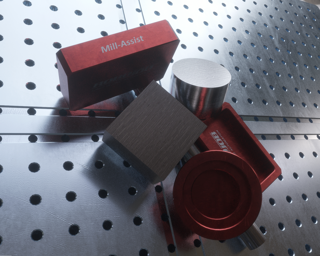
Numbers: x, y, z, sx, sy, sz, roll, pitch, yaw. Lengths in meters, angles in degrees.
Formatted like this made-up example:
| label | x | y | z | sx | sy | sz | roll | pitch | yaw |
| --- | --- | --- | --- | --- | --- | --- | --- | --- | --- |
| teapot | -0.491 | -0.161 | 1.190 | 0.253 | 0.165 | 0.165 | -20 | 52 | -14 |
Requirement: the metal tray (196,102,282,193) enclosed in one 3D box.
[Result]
| label | x | y | z | sx | sy | sz | roll | pitch | yaw |
| --- | --- | --- | --- | --- | --- | --- | --- | --- | --- |
| metal tray | 0.100 | 0.034 | 0.433 | 0.091 | 0.030 | 0.130 | -28 | 77 | -37 |

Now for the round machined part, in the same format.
| label | x | y | z | sx | sy | sz | roll | pitch | yaw |
| --- | --- | --- | --- | --- | --- | --- | --- | --- | --- |
| round machined part | 0.064 | 0.077 | 0.362 | 0.099 | 0.042 | 0.098 | 0 | 78 | 1 |

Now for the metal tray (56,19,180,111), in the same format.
| label | x | y | z | sx | sy | sz | roll | pitch | yaw |
| --- | --- | --- | --- | --- | --- | --- | --- | --- | --- |
| metal tray | -0.049 | -0.071 | 0.361 | 0.131 | 0.090 | 0.030 | -23 | 76 | -21 |

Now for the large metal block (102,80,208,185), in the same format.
| label | x | y | z | sx | sy | sz | roll | pitch | yaw |
| --- | --- | --- | --- | --- | --- | --- | --- | --- | --- |
| large metal block | -0.008 | 0.006 | 0.356 | 0.080 | 0.050 | 0.080 | 41 | 69 | -1 |

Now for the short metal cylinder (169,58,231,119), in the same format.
| label | x | y | z | sx | sy | sz | roll | pitch | yaw |
| --- | --- | --- | --- | --- | --- | --- | --- | --- | --- |
| short metal cylinder | 0.053 | -0.056 | 0.432 | 0.081 | 0.050 | 0.080 | 5 | 39 | -4 |

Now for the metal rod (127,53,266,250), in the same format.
| label | x | y | z | sx | sy | sz | roll | pitch | yaw |
| --- | --- | --- | --- | --- | --- | --- | --- | --- | --- |
| metal rod | 0.033 | 0.023 | 0.407 | 0.025 | 0.025 | 0.299 | -28 | 77 | -37 |
